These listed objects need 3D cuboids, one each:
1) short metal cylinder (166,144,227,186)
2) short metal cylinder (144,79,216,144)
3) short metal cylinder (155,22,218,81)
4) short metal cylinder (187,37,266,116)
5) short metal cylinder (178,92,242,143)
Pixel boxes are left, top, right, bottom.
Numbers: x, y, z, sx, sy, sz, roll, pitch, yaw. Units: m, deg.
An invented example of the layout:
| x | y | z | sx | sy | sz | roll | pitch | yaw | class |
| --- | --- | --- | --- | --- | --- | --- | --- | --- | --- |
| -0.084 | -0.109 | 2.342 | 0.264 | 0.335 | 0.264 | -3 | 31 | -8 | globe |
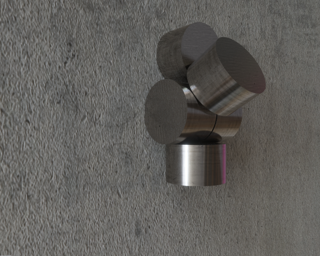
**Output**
| x | y | z | sx | sy | sz | roll | pitch | yaw | class |
| --- | --- | --- | --- | --- | --- | --- | --- | --- | --- |
| 0.048 | 0.045 | 0.413 | 0.081 | 0.080 | 0.050 | 0 | 90 | -40 | short metal cylinder |
| 0.024 | -0.020 | 0.393 | 0.050 | 0.080 | 0.079 | 1 | 90 | -41 | short metal cylinder |
| 0.041 | -0.099 | 0.427 | 0.081 | 0.050 | 0.079 | 0 | 90 | -40 | short metal cylinder |
| 0.080 | -0.061 | 0.373 | 0.080 | 0.050 | 0.080 | 22 | 49 | -28 | short metal cylinder |
| 0.065 | -0.019 | 0.426 | 0.050 | 0.080 | 0.079 | 0 | 90 | -40 | short metal cylinder |
